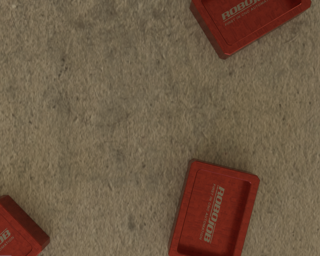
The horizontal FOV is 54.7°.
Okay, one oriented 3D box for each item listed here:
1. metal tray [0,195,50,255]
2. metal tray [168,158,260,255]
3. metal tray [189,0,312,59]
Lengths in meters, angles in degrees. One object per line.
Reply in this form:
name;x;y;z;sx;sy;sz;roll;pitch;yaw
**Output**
metal tray;-0.224;0.164;0.404;0.130;0.030;0.090;-43;91;0
metal tray;0.069;0.114;0.408;0.091;0.030;0.129;14;90;-1
metal tray;0.117;-0.162;0.408;0.130;0.030;0.090;-31;90;-1
